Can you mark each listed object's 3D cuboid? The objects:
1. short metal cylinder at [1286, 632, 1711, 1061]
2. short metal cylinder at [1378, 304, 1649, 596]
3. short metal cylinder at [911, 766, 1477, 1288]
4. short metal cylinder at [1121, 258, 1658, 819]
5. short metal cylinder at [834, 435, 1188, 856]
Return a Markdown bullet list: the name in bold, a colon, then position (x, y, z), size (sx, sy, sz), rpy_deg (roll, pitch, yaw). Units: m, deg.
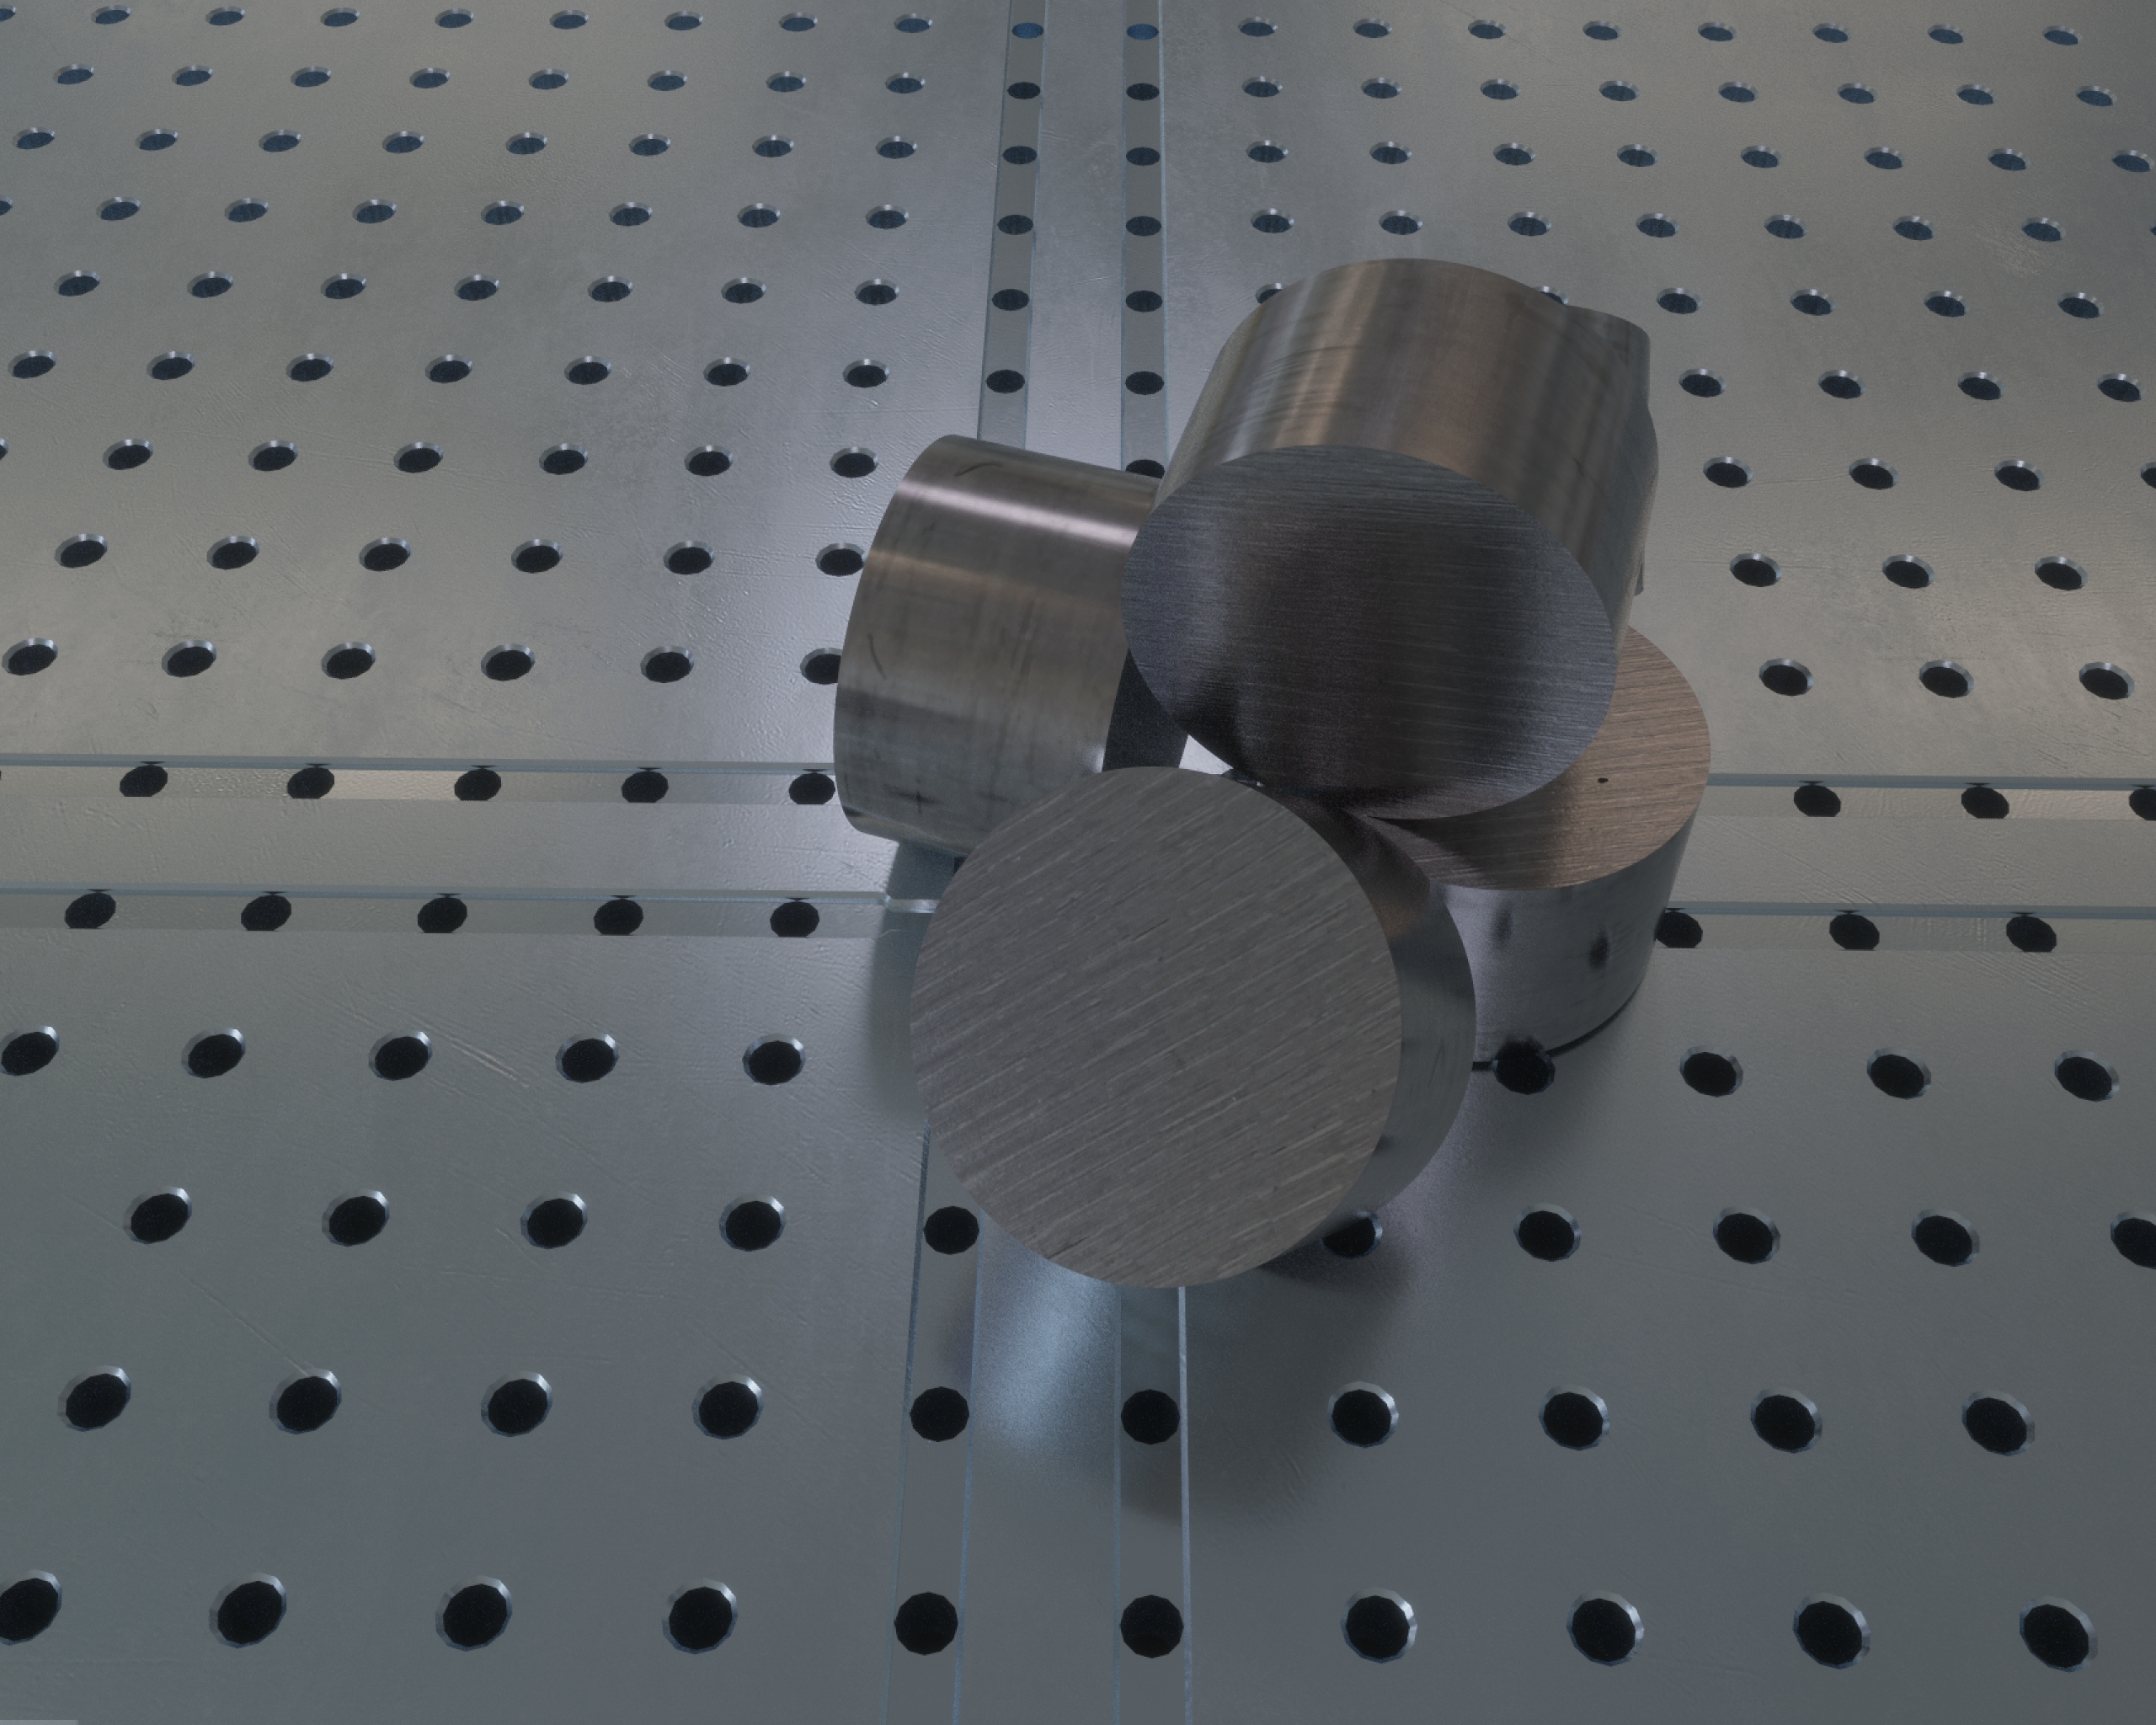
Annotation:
- **short metal cylinder**: position (0.074, -0.009, 0.398), size (0.081, 0.050, 0.080), rpy_deg (0, 49, 0)
- **short metal cylinder**: position (0.076, -0.081, 0.431), size (0.080, 0.080, 0.050), rpy_deg (2, 90, 1)
- **short metal cylinder**: position (0.020, 0.026, 0.342), size (0.080, 0.050, 0.080), rpy_deg (-1, 87, 23)
- **short metal cylinder**: position (0.053, -0.053, 0.350), size (0.080, 0.080, 0.050), rpy_deg (14, 51, 11)
- **short metal cylinder**: position (-0.008, -0.038, 0.403), size (0.050, 0.080, 0.080), rpy_deg (15, 52, 12)
